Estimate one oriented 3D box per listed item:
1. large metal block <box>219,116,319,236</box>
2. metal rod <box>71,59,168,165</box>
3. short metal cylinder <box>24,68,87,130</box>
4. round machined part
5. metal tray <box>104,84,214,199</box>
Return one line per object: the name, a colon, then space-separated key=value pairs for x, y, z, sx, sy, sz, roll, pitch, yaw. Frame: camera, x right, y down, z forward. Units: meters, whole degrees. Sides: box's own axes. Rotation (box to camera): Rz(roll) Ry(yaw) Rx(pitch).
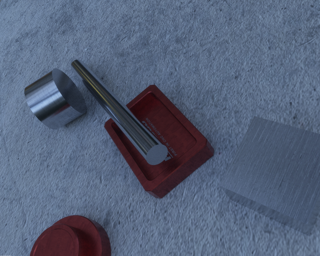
large metal block: x=0.117 y=0.044 z=0.299 sx=0.080 sy=0.050 sz=0.080 roll=20 pitch=72 yaw=35
metal rod: x=-0.074 y=-0.040 z=0.431 sx=0.025 sy=0.025 sz=0.300 roll=-44 pitch=41 yaw=-2
short metal cylinder: x=-0.159 y=-0.044 z=0.477 sx=0.050 sy=0.080 sz=0.080 roll=-31 pitch=52 yaw=9
round machined part: x=-0.110 y=0.149 z=0.357 sx=0.098 sy=0.042 sz=0.098 roll=-13 pitch=56 yaw=20
metal tray: x=-0.006 y=0.012 z=0.394 sx=0.090 sy=0.030 sz=0.130 roll=-40 pitch=51 yaw=0
